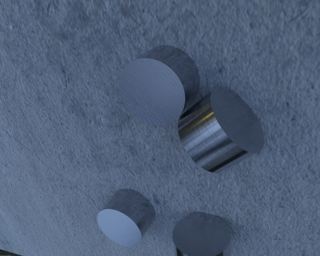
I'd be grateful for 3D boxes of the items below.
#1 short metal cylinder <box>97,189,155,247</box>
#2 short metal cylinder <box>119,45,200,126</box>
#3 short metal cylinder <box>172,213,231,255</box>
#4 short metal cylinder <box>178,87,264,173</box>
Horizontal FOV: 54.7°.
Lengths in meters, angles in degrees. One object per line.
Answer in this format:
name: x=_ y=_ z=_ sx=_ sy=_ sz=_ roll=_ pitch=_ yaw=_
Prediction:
short metal cylinder: x=-0.055 y=0.147 z=0.509 sx=0.080 sy=0.050 sz=0.079 roll=13 pitch=124 yaw=20
short metal cylinder: x=0.000 y=-0.050 z=0.359 sx=0.080 sy=0.050 sz=0.079 roll=13 pitch=124 yaw=20
short metal cylinder: x=0.060 y=0.169 z=0.443 sx=0.080 sy=0.080 sz=0.050 roll=7 pitch=121 yaw=24
short metal cylinder: x=0.066 y=0.002 z=0.337 sx=0.080 sy=0.080 sz=0.050 roll=47 pitch=129 yaw=-5
